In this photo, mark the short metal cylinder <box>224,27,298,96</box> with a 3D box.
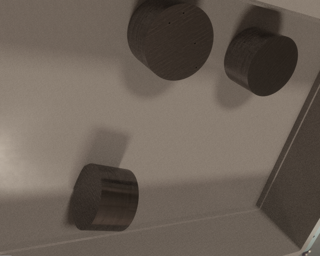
[{"bbox_3d":[0.134,-0.089,0.413,0.081,0.050,0.079,-14,125,-21],"label":"short metal cylinder"}]

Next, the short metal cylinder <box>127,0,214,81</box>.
[{"bbox_3d":[0.011,-0.098,0.339,0.081,0.050,0.079,-14,125,-21],"label":"short metal cylinder"}]

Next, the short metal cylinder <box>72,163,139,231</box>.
[{"bbox_3d":[-0.070,0.088,0.390,0.050,0.080,0.080,16,110,-35],"label":"short metal cylinder"}]
